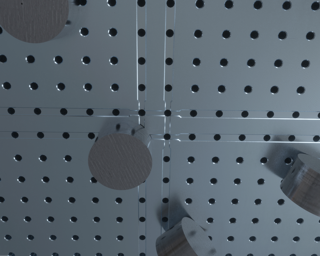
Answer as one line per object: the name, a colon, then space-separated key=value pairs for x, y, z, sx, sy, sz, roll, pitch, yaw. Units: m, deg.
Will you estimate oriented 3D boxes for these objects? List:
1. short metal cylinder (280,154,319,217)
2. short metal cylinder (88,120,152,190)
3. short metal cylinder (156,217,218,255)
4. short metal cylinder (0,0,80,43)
short metal cylinder: x=0.212 y=0.077 z=0.415 sx=0.080 sy=0.080 sz=0.050 roll=19 pitch=109 yaw=-8
short metal cylinder: x=-0.050 y=0.035 z=0.412 sx=0.081 sy=0.050 sz=0.079 roll=0 pitch=110 yaw=-1
short metal cylinder: x=0.040 y=0.179 z=0.451 sx=0.050 sy=0.080 sz=0.080 roll=-42 pitch=105 yaw=13
short metal cylinder: x=-0.136 y=-0.138 z=0.347 sx=0.081 sy=0.050 sz=0.079 roll=0 pitch=110 yaw=-1
